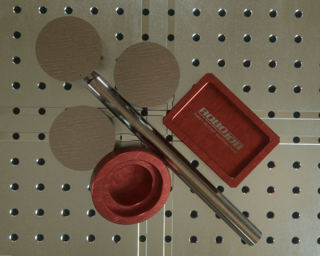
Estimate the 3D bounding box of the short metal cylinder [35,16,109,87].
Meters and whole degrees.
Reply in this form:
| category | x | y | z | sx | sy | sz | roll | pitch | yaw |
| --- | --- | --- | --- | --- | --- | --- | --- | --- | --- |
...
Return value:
| category | x | y | z | sx | sy | sz | roll | pitch | yaw |
| --- | --- | --- | --- | --- | --- | --- | --- | --- | --- |
| short metal cylinder | -0.110 | -0.096 | 0.400 | 0.081 | 0.050 | 0.080 | 0 | 90 | 0 |

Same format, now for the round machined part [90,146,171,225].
| category | x | y | z | sx | sy | sz | roll | pitch | yaw |
| --- | --- | --- | --- | --- | --- | --- | --- | --- | --- |
| round machined part | -0.039 | 0.069 | 0.394 | 0.099 | 0.042 | 0.097 | -5 | 107 | -18 |

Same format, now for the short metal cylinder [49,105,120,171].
| category | x | y | z | sx | sy | sz | roll | pitch | yaw |
| --- | --- | --- | --- | --- | --- | --- | --- | --- | --- |
| short metal cylinder | -0.094 | 0.012 | 0.400 | 0.081 | 0.050 | 0.080 | 0 | 90 | 0 |

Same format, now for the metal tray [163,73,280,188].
| category | x | y | z | sx | sy | sz | roll | pitch | yaw |
| --- | --- | --- | --- | --- | --- | --- | --- | --- | --- |
| metal tray | 0.079 | 0.003 | 0.410 | 0.130 | 0.030 | 0.090 | 44 | 90 | 0 |

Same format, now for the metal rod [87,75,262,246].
| category | x | y | z | sx | sy | sz | roll | pitch | yaw |
| --- | --- | --- | --- | --- | --- | --- | --- | --- | --- |
| metal rod | 0.019 | 0.043 | 0.414 | 0.300 | 0.025 | 0.025 | 44 | 90 | 0 |

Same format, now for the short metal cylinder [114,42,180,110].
| category | x | y | z | sx | sy | sz | roll | pitch | yaw |
| --- | --- | --- | --- | --- | --- | --- | --- | --- | --- |
| short metal cylinder | -0.016 | -0.065 | 0.400 | 0.081 | 0.050 | 0.080 | 0 | 90 | 0 |
